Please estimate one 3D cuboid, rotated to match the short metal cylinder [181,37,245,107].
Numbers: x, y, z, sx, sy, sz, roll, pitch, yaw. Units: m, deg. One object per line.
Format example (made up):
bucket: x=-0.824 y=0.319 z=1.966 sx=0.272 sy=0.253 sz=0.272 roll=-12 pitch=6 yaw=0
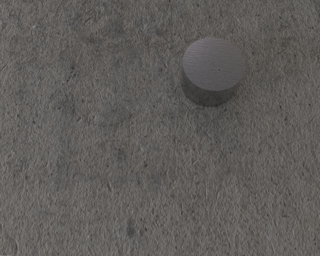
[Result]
short metal cylinder: x=0.069 y=-0.075 z=0.423 sx=0.080 sy=0.050 sz=0.080 roll=0 pitch=70 yaw=0
